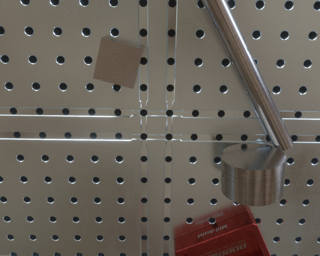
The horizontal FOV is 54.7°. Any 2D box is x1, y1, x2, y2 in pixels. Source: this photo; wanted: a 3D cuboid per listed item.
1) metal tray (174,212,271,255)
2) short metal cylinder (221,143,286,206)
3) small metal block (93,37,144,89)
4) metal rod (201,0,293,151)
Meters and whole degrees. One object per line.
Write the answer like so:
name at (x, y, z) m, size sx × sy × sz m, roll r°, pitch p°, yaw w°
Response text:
metal tray at (0.098, 0.194, 0.482) m, size 0.130 × 0.030 × 0.090 m, roll -24°, pitch 109°, yaw 8°
short metal cylinder at (0.121, 0.058, 0.406) m, size 0.080 × 0.080 × 0.050 m, roll -4°, pitch 110°, yaw 1°
small metal block at (-0.051, -0.081, 0.383) m, size 0.050 × 0.025 × 0.050 m, roll 15°, pitch 109°, yaw -6°
metal rod at (0.094, -0.097, 0.378) m, size 0.025 × 0.025 × 0.299 m, roll -29°, pitch 108°, yaw 10°
